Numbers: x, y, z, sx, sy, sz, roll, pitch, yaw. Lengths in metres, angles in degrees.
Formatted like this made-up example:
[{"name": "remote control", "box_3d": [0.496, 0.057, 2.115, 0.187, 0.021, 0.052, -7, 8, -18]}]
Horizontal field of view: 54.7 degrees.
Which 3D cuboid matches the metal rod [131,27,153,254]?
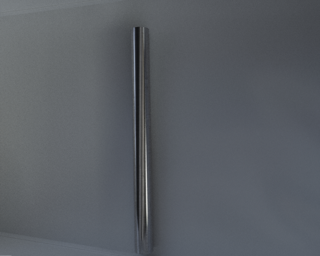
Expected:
[{"name": "metal rod", "box_3d": [-0.024, 0.016, 0.418, 0.025, 0.025, 0.298, -1, 90, 19]}]
